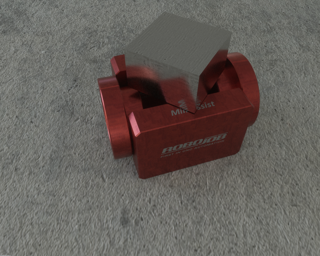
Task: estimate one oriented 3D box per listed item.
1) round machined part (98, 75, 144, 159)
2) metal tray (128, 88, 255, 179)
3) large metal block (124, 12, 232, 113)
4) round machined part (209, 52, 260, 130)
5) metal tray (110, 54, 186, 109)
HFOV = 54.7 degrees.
[{"bbox_3d":[-0.043,-0.015,0.368,0.042,0.097,0.098,-12,51,-10],"label":"round machined part"},{"bbox_3d":[0.034,0.008,0.354,0.131,0.089,0.030,-14,52,-12],"label":"metal tray"},{"bbox_3d":[0.020,-0.072,0.330,0.080,0.050,0.080,24,54,18],"label":"large metal block"},{"bbox_3d":[0.083,-0.045,0.395,0.042,0.097,0.098,-12,51,-10],"label":"round machined part"},{"bbox_3d":[0.005,-0.063,0.417,0.131,0.089,0.030,-14,52,-12],"label":"metal tray"}]
